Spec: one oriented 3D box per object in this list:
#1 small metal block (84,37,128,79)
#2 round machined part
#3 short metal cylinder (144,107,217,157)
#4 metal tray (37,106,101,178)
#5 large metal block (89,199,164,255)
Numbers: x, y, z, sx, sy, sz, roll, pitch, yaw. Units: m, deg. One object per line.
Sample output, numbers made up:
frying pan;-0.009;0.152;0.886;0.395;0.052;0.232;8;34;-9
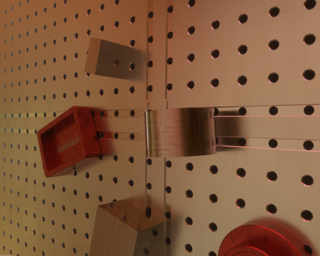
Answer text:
small metal block;-0.080;-0.103;0.459;0.025;0.050;0.050;21;104;38
round machined part;0.102;0.148;0.314;0.098;0.042;0.097;0;90;40
short metal cylinder;0.023;0.006;0.355;0.080;0.081;0.050;-5;87;40
metal tray;-0.162;0.026;0.540;0.130;0.030;0.090;-26;74;37
large metal block;-0.049;0.157;0.434;0.080;0.050;0.079;19;102;38
